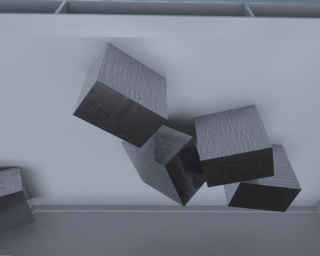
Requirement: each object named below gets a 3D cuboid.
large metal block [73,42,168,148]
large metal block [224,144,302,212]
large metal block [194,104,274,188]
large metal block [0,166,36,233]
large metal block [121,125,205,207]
[{"bbox_3d":[-0.040,-0.037,0.341,0.080,0.080,0.050,29,124,-22],"label":"large metal block"},{"bbox_3d":[0.133,0.064,0.429,0.081,0.080,0.050,8,130,-7],"label":"large metal block"},{"bbox_3d":[0.091,0.022,0.392,0.080,0.080,0.050,-12,129,10],"label":"large metal block"},{"bbox_3d":[-0.243,0.113,0.469,0.081,0.050,0.079,-14,133,-19],"label":"large metal block"},{"bbox_3d":[0.007,0.044,0.402,0.080,0.050,0.080,22,147,42],"label":"large metal block"}]
